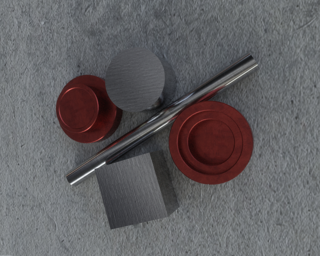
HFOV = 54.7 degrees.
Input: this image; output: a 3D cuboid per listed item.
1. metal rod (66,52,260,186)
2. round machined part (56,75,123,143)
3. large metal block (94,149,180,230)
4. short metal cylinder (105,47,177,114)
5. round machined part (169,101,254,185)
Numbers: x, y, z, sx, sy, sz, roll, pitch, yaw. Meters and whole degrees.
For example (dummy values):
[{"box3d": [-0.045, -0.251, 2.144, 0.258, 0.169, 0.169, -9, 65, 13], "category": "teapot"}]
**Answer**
[{"box3d": [-0.008, -0.003, 0.414, 0.300, 0.025, 0.025, -33, 80, 16], "category": "metal rod"}, {"box3d": [-0.106, -0.027, 0.438, 0.098, 0.042, 0.097, 0, 90, 20], "category": "round machined part"}, {"box3d": [-0.029, 0.079, 0.408, 0.080, 0.050, 0.080, -18, 84, 19], "category": "large metal block"}, {"box3d": [-0.023, -0.060, 0.405, 0.080, 0.050, 0.079, 0, 90, 20], "category": "short metal cylinder"}, {"box3d": [0.064, 0.017, 0.378, 0.098, 0.042, 0.097, 0, 90, 20], "category": "round machined part"}]
